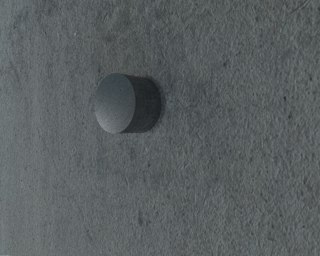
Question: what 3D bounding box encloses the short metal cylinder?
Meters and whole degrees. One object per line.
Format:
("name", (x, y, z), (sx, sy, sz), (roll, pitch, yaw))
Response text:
("short metal cylinder", (-0.045, -0.033, 0.427), (0.080, 0.050, 0.080), (0, 90, 40))
